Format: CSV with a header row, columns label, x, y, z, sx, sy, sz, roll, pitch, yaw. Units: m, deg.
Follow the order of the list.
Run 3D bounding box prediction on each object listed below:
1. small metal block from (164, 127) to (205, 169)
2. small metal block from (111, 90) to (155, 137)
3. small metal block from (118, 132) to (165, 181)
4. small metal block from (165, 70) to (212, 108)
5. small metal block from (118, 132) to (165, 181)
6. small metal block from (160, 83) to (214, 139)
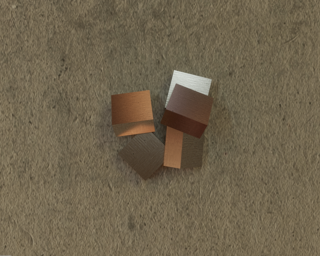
label,x,y,z,sx,sy,sz,roll,pitch,yaw
small metal block,0.032,0.024,0.397,0.025,0.050,0.050,4,90,38
small metal block,-0.035,-0.019,0.398,0.050,0.025,0.050,-8,52,-1
small metal block,-0.019,0.033,0.411,0.050,0.025,0.050,-45,90,0
small metal block,0.037,-0.045,0.412,0.050,0.025,0.050,14,90,-1
small metal block,-0.019,0.033,0.411,0.050,0.025,0.050,-45,91,0
small metal block,0.033,-0.021,0.373,0.050,0.025,0.050,21,47,-1
